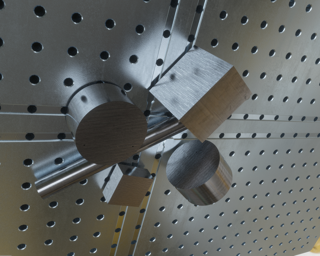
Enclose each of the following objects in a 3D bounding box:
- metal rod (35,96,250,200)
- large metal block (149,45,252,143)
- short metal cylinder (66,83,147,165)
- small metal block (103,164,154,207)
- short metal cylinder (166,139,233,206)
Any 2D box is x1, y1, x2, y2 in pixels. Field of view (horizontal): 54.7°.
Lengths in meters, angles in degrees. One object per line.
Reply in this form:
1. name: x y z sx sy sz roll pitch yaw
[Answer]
1. metal rod: -0.013 0.012 0.407 0.302 0.025 0.025 -26 128 -13
2. large metal block: 0.046 -0.043 0.370 0.080 0.080 0.050 -45 129 3
3. short metal cylinder: -0.061 -0.005 0.354 0.081 0.050 0.079 -14 124 -21
4. small metal block: -0.044 0.081 0.433 0.050 0.025 0.050 16 110 -35
5. short metal cylinder: 0.056 0.063 0.441 0.080 0.080 0.050 -40 130 -1
